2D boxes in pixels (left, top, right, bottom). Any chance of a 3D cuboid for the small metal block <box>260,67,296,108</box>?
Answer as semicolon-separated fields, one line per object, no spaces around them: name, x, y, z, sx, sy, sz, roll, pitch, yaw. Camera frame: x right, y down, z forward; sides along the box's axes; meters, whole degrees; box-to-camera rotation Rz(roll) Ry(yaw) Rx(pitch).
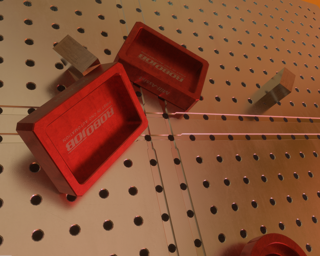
small metal block;0.208;-0.072;0.547;0.025;0.050;0.050;36;51;-5

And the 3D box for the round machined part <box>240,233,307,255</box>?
round machined part;0.130;0.177;0.360;0.099;0.042;0.098;14;56;-21

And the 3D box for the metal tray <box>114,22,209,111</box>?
metal tray;0.004;-0.093;0.463;0.131;0.030;0.090;28;52;-11

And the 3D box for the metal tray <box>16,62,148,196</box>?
metal tray;-0.074;-0.003;0.336;0.131;0.030;0.090;-48;127;-39

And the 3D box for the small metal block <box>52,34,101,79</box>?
small metal block;-0.096;-0.078;0.378;0.050;0.050;0.025;39;79;14
